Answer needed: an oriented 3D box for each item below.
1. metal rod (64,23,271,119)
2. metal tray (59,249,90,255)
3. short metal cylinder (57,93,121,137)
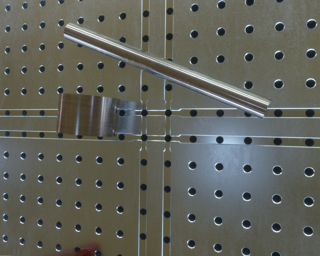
[{"bbox_3d":[-0.003,-0.083,0.412,0.301,0.025,0.025,25,98,17],"label":"metal rod"},{"bbox_3d":[-0.156,0.243,0.463,0.130,0.030,0.090,-21,83,18],"label":"metal tray"},{"bbox_3d":[-0.095,-0.017,0.416,0.080,0.080,0.050,6,92,19],"label":"short metal cylinder"}]
